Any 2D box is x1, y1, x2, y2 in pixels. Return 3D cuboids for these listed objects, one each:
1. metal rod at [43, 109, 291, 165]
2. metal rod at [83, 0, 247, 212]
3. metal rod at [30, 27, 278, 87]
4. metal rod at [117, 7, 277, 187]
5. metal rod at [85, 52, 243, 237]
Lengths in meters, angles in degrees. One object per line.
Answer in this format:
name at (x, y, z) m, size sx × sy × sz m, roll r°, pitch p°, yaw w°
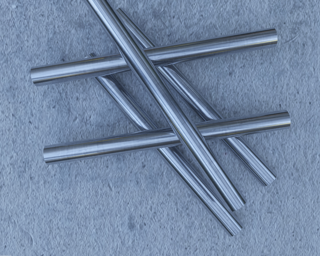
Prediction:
metal rod at (0.009, 0.011, 0.387) m, size 0.302 × 0.025 × 0.025 m, roll -9°, pitch 90°, yaw -1°
metal rod at (0.006, -0.032, 0.361) m, size 0.025 × 0.025 × 0.299 m, roll -35°, pitch 91°, yaw 0°
metal rod at (-0.006, -0.089, 0.386) m, size 0.302 × 0.025 × 0.025 m, roll -10°, pitch 90°, yaw -1°
metal rod at (0.044, -0.040, 0.411) m, size 0.025 × 0.025 × 0.300 m, roll -43°, pitch 91°, yaw 0°
metal rod at (0.003, 0.022, 0.410) m, size 0.025 × 0.025 × 0.300 m, roll -41°, pitch 91°, yaw 0°
